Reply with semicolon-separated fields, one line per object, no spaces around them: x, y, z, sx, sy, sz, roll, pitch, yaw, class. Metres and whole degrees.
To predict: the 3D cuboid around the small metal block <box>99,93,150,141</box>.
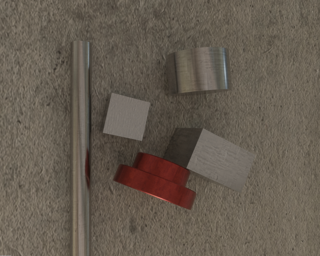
-0.045;-0.013;0.393;0.050;0.025;0.050;13;86;-20;small metal block

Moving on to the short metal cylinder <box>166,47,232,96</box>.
0.050;-0.070;0.399;0.081;0.080;0.050;-6;92;-20;short metal cylinder

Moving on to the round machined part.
-0.002;0.061;0.371;0.099;0.098;0.042;25;77;-19;round machined part

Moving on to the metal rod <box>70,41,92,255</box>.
-0.096;0.047;0.374;0.025;0.025;0.298;0;90;-20;metal rod

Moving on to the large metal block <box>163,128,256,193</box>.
0.060;0.039;0.403;0.080;0.080;0.050;26;81;-19;large metal block
